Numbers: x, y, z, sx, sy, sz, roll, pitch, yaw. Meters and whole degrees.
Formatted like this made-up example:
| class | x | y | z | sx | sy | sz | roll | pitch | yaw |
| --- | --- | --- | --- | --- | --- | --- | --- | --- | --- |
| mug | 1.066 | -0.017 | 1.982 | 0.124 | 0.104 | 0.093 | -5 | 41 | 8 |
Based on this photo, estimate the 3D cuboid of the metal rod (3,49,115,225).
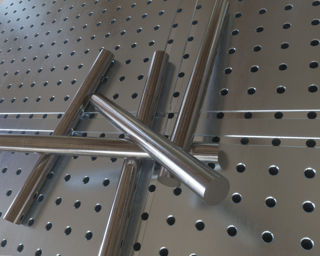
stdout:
| class | x | y | z | sx | sy | sz | roll | pitch | yaw |
| --- | --- | --- | --- | --- | --- | --- | --- | --- | --- |
| metal rod | -0.148 | 0.002 | 0.482 | 0.025 | 0.025 | 0.300 | 12 | 68 | 33 |

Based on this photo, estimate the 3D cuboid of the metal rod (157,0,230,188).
| class | x | y | z | sx | sy | sz | roll | pitch | yaw |
| --- | --- | --- | --- | --- | --- | --- | --- | --- | --- |
| metal rod | 0.052 | -0.065 | 0.394 | 0.025 | 0.025 | 0.300 | 0 | 54 | 28 |

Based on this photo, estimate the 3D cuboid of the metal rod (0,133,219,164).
| class | x | y | z | sx | sy | sz | roll | pitch | yaw |
| --- | --- | --- | --- | --- | --- | --- | --- | --- | --- |
| metal rod | -0.080 | 0.024 | 0.387 | 0.301 | 0.025 | 0.025 | 2 | 62 | 12 |

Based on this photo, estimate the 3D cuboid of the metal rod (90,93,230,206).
| class | x | y | z | sx | sy | sz | roll | pitch | yaw |
| --- | --- | --- | --- | --- | --- | --- | --- | --- | --- |
| metal rod | -0.027 | 0.003 | 0.362 | 0.025 | 0.025 | 0.300 | -48 | 34 | -6 |

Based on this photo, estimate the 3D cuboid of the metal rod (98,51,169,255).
| class | x | y | z | sx | sy | sz | roll | pitch | yaw |
| --- | --- | --- | --- | --- | --- | --- | --- | --- | --- |
| metal rod | -0.029 | 0.022 | 0.408 | 0.025 | 0.025 | 0.300 | -1 | 61 | 27 |
